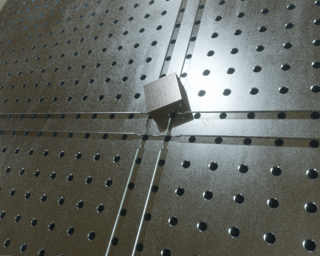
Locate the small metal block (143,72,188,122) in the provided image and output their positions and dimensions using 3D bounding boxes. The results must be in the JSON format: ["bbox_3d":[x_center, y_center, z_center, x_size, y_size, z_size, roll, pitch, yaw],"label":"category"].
[{"bbox_3d":[0.007,-0.043,0.432,0.050,0.025,0.050,-21,54,15],"label":"small metal block"}]
